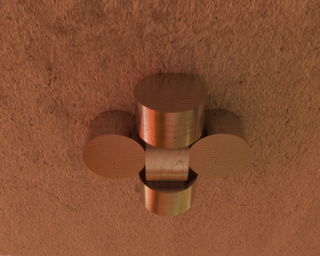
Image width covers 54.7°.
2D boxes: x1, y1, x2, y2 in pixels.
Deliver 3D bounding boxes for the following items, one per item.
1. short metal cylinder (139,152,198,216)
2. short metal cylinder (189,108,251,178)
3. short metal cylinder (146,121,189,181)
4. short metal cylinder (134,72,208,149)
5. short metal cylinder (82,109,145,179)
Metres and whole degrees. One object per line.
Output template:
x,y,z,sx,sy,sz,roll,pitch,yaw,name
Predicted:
0.011,0.077,0.439,0.081,0.080,0.050,0,130,0,short metal cylinder
0.074,0.021,0.410,0.080,0.050,0.079,0,131,0,short metal cylinder
0.008,0.028,0.397,0.050,0.080,0.079,0,130,0,short metal cylinder
0.012,-0.022,0.354,0.081,0.080,0.050,0,130,0,short metal cylinder
-0.058,0.022,0.410,0.081,0.050,0.079,-1,130,-1,short metal cylinder
